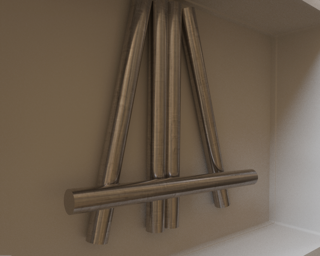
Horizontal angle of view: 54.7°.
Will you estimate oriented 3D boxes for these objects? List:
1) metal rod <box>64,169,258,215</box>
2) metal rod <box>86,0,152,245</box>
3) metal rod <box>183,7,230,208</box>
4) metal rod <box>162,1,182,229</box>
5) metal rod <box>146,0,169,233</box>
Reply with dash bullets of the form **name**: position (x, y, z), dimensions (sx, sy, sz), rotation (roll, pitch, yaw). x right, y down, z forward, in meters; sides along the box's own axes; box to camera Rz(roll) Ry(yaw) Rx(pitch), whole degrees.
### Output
- **metal rod**: position (0.029, 0.074, 0.395), dimensions (0.302, 0.025, 0.025), rotation (2, 89, -40)
- **metal rod**: position (-0.046, -0.019, 0.366), dimensions (0.025, 0.025, 0.299), rotation (16, 80, -39)
- **metal rod**: position (0.067, -0.023, 0.461), dimensions (0.025, 0.025, 0.298), rotation (-20, 103, -38)
- **metal rod**: position (0.015, -0.017, 0.418), dimensions (0.025, 0.025, 0.298), rotation (1, 89, -40)
- **metal rod**: position (-0.004, -0.017, 0.402), dimensions (0.025, 0.025, 0.298), rotation (1, 89, -40)
